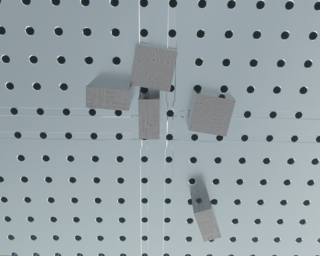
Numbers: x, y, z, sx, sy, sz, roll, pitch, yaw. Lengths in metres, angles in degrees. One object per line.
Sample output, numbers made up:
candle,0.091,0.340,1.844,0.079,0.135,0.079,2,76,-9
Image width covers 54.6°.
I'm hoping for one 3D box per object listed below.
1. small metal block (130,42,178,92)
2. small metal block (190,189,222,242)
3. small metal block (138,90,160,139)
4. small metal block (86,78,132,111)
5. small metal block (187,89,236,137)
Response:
small metal block,-0.008,-0.076,0.385,0.050,0.025,0.050,10,110,-4
small metal block,0.065,0.125,0.446,0.025,0.050,0.050,-18,109,6
small metal block,-0.013,-0.019,0.393,0.025,0.050,0.050,0,110,0
small metal block,-0.061,-0.042,0.384,0.050,0.050,0.025,4,110,-2
small metal block,0.066,-0.020,0.406,0.050,0.025,0.050,9,110,-4
